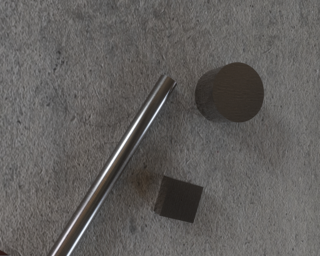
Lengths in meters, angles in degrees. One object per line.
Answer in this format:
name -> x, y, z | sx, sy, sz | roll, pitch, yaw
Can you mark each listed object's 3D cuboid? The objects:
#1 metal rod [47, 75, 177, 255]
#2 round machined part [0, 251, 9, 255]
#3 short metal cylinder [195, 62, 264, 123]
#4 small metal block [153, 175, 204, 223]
metal rod -> -0.065, 0.062, 0.385 | 0.025, 0.025, 0.300 | 35, 79, -17
round machined part -> -0.201, 0.181, 0.326 | 0.099, 0.042, 0.097 | 0, 90, -21
short metal cylinder -> 0.096, -0.047, 0.433 | 0.081, 0.050, 0.079 | 0, 90, -21
small metal block -> 0.025, 0.096, 0.420 | 0.050, 0.025, 0.050 | 19, 84, -20
